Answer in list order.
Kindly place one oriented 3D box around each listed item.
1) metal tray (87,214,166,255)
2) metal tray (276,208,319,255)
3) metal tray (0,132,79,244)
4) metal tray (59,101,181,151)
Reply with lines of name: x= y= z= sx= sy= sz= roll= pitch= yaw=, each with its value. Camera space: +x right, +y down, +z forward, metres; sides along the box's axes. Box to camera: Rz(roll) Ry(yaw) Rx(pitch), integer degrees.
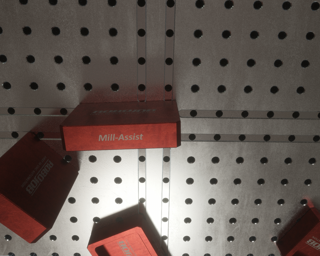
metal tray: x=-0.043 y=0.207 z=0.486 sx=0.090 sy=0.030 sz=0.129 roll=-23 pitch=109 yaw=8
metal tray: x=0.264 y=0.193 z=0.485 sx=0.130 sy=0.030 sz=0.090 roll=31 pitch=107 yaw=-11
metal tray: x=-0.158 y=0.066 z=0.379 sx=0.030 sy=0.130 sz=0.090 roll=-43 pitch=105 yaw=14
metal tray: x=-0.043 y=-0.005 z=0.376 sx=0.131 sy=0.090 sz=0.030 roll=-2 pitch=110 yaw=0
